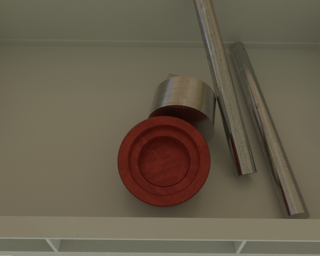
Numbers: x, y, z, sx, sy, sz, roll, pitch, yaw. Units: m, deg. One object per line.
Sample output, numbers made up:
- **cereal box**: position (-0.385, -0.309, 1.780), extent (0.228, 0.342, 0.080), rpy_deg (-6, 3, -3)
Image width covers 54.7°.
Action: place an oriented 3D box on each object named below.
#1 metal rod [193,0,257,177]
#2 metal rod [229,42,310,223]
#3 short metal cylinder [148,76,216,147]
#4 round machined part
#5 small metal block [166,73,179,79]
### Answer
- **metal rod**: position (0.075, -0.087, 0.402), extent (0.025, 0.025, 0.299), rpy_deg (-8, 75, -8)
- **metal rod**: position (0.137, -0.020, 0.423), extent (0.025, 0.025, 0.300), rpy_deg (-2, 50, -2)
- **short metal cylinder**: position (0.028, -0.017, 0.384), extent (0.080, 0.080, 0.050), rpy_deg (8, 49, 6)
- **round machined part**: position (0.005, 0.039, 0.347), extent (0.099, 0.042, 0.098), rpy_deg (-1, 73, 2)
- **small metal block**: position (0.028, -0.048, 0.446), extent (0.050, 0.025, 0.050), rpy_deg (17, 52, 14)
